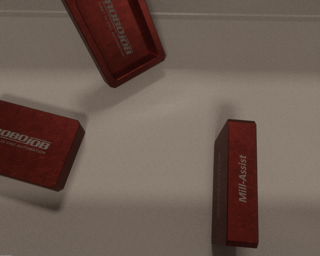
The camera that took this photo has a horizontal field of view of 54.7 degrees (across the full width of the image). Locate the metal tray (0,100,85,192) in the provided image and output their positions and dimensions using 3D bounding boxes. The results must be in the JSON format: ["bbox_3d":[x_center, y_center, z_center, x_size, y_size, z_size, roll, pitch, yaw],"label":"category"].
[{"bbox_3d":[-0.175,0.020,0.397,0.131,0.030,0.090,15,70,5],"label":"metal tray"}]

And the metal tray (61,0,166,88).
[{"bbox_3d":[-0.056,-0.129,0.405,0.090,0.129,0.030,-32,35,-11],"label":"metal tray"}]

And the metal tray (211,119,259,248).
[{"bbox_3d":[0.083,0.065,0.352,0.030,0.090,0.130,5,70,1],"label":"metal tray"}]
